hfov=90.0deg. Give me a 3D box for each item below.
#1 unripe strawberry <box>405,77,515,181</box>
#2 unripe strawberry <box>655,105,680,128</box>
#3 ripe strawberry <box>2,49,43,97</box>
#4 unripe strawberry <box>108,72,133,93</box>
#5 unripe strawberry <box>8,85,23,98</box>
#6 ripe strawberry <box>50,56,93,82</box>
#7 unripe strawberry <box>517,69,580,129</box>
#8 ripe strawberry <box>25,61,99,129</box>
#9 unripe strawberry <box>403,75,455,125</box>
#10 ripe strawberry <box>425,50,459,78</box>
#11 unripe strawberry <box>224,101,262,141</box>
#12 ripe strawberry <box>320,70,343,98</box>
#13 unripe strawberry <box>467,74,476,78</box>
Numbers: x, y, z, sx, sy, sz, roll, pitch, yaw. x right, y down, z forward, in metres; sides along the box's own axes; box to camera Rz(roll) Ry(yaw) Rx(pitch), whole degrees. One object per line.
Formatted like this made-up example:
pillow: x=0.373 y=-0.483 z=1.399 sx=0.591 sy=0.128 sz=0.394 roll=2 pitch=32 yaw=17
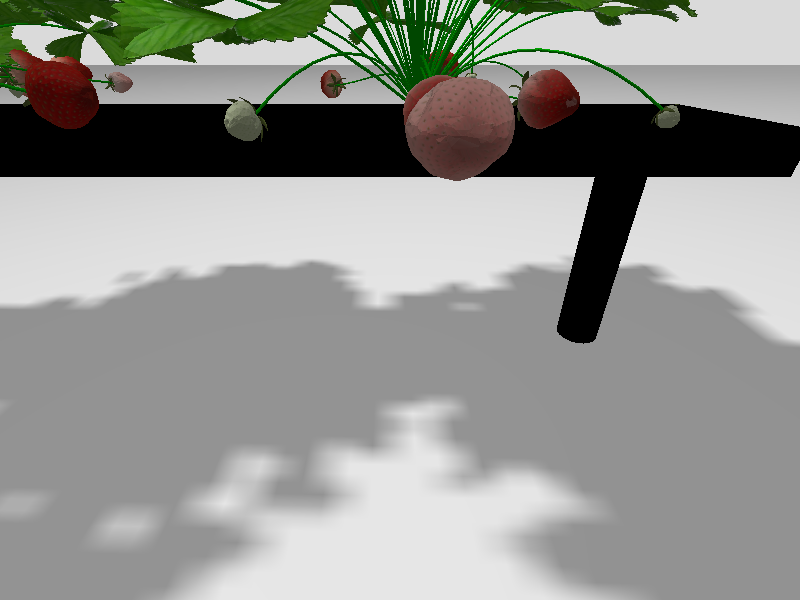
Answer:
unripe strawberry: x=0.020 y=-0.055 z=0.132 sx=0.036 sy=0.033 sz=0.033 roll=-1 pitch=32 yaw=-1
unripe strawberry: x=0.160 y=-0.108 z=0.238 sx=0.011 sy=0.012 sz=0.013 roll=-40 pitch=-3 yaw=-46
ripe strawberry: x=-0.382 y=-0.235 z=0.417 sx=0.042 sy=0.044 sz=0.046 roll=12 pitch=33 yaw=19
unripe strawberry: x=-0.317 y=-0.247 z=0.455 sx=0.024 sy=0.021 sz=0.022 roll=20 pitch=36 yaw=29
unripe strawberry: x=-0.381 y=-0.207 z=0.398 sx=0.010 sy=0.011 sz=0.011 roll=16 pitch=35 yaw=24
ripe strawberry: x=-0.376 y=-0.259 z=0.457 sx=0.043 sy=0.037 sz=0.043 roll=10 pitch=32 yaw=16
unripe strawberry: x=0.086 y=-0.115 z=0.230 sx=0.035 sy=0.031 sz=0.032 roll=-22 pitch=38 yaw=-31
ripe strawberry: x=-0.204 y=-0.125 z=0.246 sx=0.038 sy=0.037 sz=0.035 roll=10 pitch=33 yaw=15
unripe strawberry: x=0.019 y=-0.075 z=0.166 sx=0.036 sy=0.031 sz=0.036 roll=-1 pitch=32 yaw=-1
ripe strawberry: x=0.047 y=-0.260 z=0.459 sx=0.043 sy=0.045 sz=0.046 roll=5 pitch=32 yaw=9
unripe strawberry: x=-0.080 y=-0.090 z=0.202 sx=0.016 sy=0.018 sz=0.018 roll=21 pitch=51 yaw=30
ripe strawberry: x=-0.070 y=-0.217 z=0.402 sx=0.022 sy=0.025 sz=0.024 roll=-23 pitch=38 yaw=-32
unripe strawberry: x=0.084 y=-0.259 z=0.470 sx=0.011 sy=0.012 sz=0.013 roll=11 pitch=33 yaw=17
